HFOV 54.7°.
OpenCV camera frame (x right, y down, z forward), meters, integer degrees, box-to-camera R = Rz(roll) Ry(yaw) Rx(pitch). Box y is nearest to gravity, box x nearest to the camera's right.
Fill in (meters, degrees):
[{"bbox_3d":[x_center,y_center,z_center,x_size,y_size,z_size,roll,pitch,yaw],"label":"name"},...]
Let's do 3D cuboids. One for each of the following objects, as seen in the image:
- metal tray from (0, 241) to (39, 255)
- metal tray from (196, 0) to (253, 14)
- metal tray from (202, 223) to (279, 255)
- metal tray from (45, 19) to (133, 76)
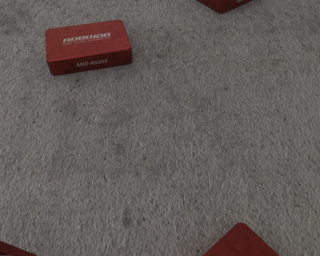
[{"bbox_3d":[-0.122,0.125,0.218,0.030,0.130,0.090,-44,32,8],"label":"metal tray"},{"bbox_3d":[0.143,-0.288,0.642,0.131,0.030,0.090,-30,56,-23],"label":"metal tray"},{"bbox_3d":[0.059,0.158,0.268,0.131,0.030,0.090,-33,57,-25],"label":"metal tray"},{"bbox_3d":[-0.118,-0.135,0.513,0.131,0.030,0.090,-11,51,-10],"label":"metal tray"}]
